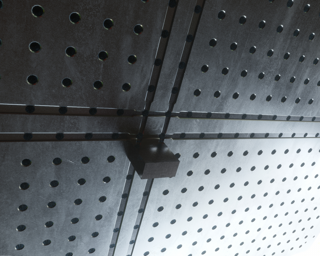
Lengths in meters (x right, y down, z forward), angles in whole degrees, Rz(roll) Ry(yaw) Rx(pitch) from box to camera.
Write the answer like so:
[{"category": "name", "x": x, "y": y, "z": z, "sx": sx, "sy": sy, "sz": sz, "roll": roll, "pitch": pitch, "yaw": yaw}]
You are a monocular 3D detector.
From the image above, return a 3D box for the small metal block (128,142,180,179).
[{"category": "small metal block", "x": -0.009, "y": 0.043, "z": 0.418, "sx": 0.050, "sy": 0.050, "sz": 0.025, "roll": 1, "pitch": 118, "yaw": -29}]
